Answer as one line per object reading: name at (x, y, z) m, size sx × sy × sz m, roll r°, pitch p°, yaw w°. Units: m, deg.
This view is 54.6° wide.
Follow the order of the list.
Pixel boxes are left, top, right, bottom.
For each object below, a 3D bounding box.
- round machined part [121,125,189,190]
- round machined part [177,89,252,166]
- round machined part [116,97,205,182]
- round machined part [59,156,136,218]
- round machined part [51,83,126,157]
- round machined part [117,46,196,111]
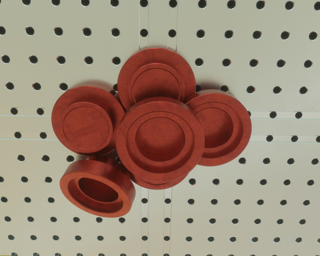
round machined part at (-0.004, 0.042, 0.419) m, size 0.099 × 0.042 × 0.097 m, roll 0°, pitch 110°, yaw 0°
round machined part at (0.064, -0.003, 0.403) m, size 0.099 × 0.042 × 0.097 m, roll 0°, pitch 110°, yaw 0°
round machined part at (0.000, 0.010, 0.362) m, size 0.099 × 0.042 × 0.097 m, roll 0°, pitch 110°, yaw 0°
round machined part at (-0.079, 0.075, 0.417) m, size 0.098 × 0.042 × 0.097 m, roll 9°, pitch 134°, yaw 10°
round machined part at (-0.091, -0.006, 0.401) m, size 0.099 × 0.042 × 0.097 m, roll 0°, pitch 110°, yaw 0°
round machined part at (-0.004, -0.050, 0.386) m, size 0.099 × 0.042 × 0.097 m, roll 0°, pitch 110°, yaw 0°
